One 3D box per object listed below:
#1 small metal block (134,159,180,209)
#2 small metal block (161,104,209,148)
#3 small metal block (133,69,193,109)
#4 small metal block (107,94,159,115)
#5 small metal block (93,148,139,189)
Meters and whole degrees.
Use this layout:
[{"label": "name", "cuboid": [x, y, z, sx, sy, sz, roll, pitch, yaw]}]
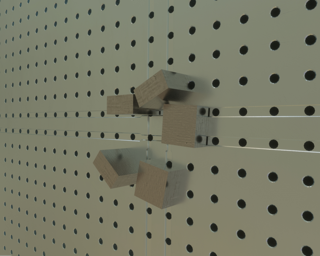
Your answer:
[{"label": "small metal block", "cuboid": [-0.004, 0.073, 0.414, 0.050, 0.025, 0.050, 16, 100, 39]}, {"label": "small metal block", "cuboid": [0.030, -0.004, 0.385, 0.050, 0.025, 0.050, 6, 94, 40]}, {"label": "small metal block", "cuboid": [0.004, -0.047, 0.391, 0.050, 0.050, 0.025, -31, 71, 36]}, {"label": "small metal block", "cuboid": [-0.037, -0.031, 0.425, 0.050, 0.050, 0.025, 1, 91, 40]}, {"label": "small metal block", "cuboid": [-0.059, 0.056, 0.443, 0.050, 0.050, 0.025, 48, 119, 29]}]
